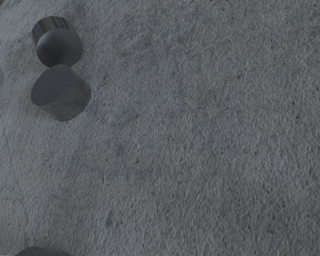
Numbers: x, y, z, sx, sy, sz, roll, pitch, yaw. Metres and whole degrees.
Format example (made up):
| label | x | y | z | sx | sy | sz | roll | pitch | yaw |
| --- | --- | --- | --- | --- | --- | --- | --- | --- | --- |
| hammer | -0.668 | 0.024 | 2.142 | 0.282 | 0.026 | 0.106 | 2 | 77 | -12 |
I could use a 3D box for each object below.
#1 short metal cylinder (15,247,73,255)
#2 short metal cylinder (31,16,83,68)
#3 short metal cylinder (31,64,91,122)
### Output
| label | x | y | z | sx | sy | sz | roll | pitch | yaw |
| --- | --- | --- | --- | --- | --- | --- | --- | --- | --- |
| short metal cylinder | -0.133 | 0.179 | 0.348 | 0.080 | 0.050 | 0.080 | -13 | 56 | 21 |
| short metal cylinder | -0.186 | -0.154 | 0.561 | 0.080 | 0.080 | 0.050 | -37 | 51 | 3 |
| short metal cylinder | -0.162 | -0.057 | 0.508 | 0.080 | 0.050 | 0.080 | -13 | 56 | 21 |
